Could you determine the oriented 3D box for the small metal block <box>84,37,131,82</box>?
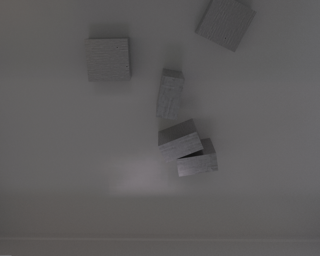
[{"bbox_3d":[-0.062,-0.084,0.380,0.050,0.025,0.050,-1,110,0],"label":"small metal block"}]

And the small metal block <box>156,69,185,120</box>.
[{"bbox_3d":[0.012,-0.043,0.382,0.025,0.050,0.050,9,110,-3],"label":"small metal block"}]

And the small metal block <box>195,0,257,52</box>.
[{"bbox_3d":[0.076,-0.125,0.366,0.050,0.025,0.050,24,108,-9],"label":"small metal block"}]

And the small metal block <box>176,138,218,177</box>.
[{"bbox_3d":[0.047,0.038,0.412,0.050,0.050,0.025,-9,110,3],"label":"small metal block"}]

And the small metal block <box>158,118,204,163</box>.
[{"bbox_3d":[0.026,0.015,0.404,0.050,0.050,0.025,-22,109,8],"label":"small metal block"}]
